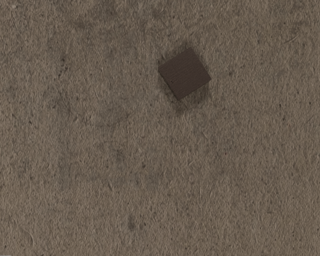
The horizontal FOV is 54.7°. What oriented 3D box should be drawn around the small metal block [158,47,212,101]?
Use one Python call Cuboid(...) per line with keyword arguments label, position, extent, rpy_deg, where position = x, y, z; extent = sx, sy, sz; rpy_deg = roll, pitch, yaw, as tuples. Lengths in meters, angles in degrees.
Cuboid(label="small metal block", position=(0.032, -0.070, 0.410), extent=(0.050, 0.025, 0.050), rpy_deg=(-33, 90, -1))
